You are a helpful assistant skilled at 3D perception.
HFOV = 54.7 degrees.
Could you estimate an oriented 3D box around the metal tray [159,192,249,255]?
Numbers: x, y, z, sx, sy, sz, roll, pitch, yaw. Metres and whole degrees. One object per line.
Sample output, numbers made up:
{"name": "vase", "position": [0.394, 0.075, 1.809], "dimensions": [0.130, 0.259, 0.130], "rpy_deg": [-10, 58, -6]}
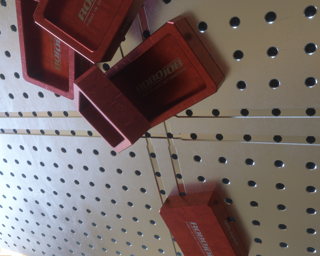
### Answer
{"name": "metal tray", "position": [0.067, 0.161, 0.471], "dimensions": [0.090, 0.030, 0.130], "rpy_deg": [-16, 110, 34]}

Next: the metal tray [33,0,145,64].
{"name": "metal tray", "position": [-0.065, -0.145, 0.324], "dimensions": [0.090, 0.030, 0.129], "rpy_deg": [36, 110, 3]}

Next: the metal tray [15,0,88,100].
{"name": "metal tray", "position": [-0.141, -0.111, 0.411], "dimensions": [0.090, 0.030, 0.129], "rpy_deg": [22, 127, 14]}

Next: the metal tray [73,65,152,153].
{"name": "metal tray", "position": [-0.064, -0.015, 0.385], "dimensions": [0.090, 0.030, 0.130], "rpy_deg": [47, 163, -3]}

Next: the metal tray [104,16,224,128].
{"name": "metal tray", "position": [-0.002, -0.058, 0.371], "dimensions": [0.130, 0.030, 0.090], "rpy_deg": [-29, 103, 37]}
